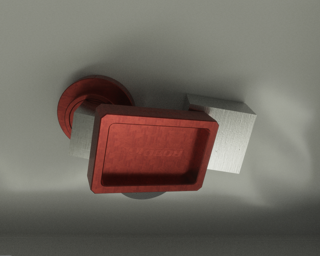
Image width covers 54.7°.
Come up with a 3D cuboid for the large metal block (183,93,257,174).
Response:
[{"bbox_3d":[0.067,0.006,0.398,0.081,0.050,0.079,9,110,-4],"label":"large metal block"}]

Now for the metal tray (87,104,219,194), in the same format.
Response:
[{"bbox_3d":[-0.008,0.025,0.341,0.131,0.030,0.089,3,112,-22],"label":"metal tray"}]

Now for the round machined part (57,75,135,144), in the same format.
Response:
[{"bbox_3d":[-0.081,-0.015,0.394,0.099,0.042,0.097,0,110,-1],"label":"round machined part"}]

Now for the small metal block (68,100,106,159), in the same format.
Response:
[{"bbox_3d":[-0.082,0.001,0.350,0.025,0.050,0.050,12,110,-5],"label":"small metal block"}]

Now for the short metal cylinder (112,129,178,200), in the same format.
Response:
[{"bbox_3d":[-0.021,0.046,0.400,0.081,0.050,0.079,-7,124,-10],"label":"short metal cylinder"}]
